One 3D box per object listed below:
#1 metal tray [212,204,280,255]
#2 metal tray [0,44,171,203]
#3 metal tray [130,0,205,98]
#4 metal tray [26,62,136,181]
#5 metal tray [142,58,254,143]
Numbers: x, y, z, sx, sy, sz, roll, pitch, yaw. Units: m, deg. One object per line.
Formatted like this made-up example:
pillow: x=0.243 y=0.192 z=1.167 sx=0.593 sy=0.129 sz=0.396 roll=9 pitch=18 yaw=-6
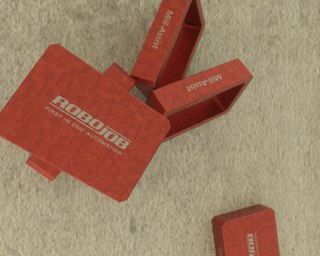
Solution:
metal tray: x=0.130 y=0.188 z=0.457 sx=0.091 sy=0.030 sz=0.129 roll=-9 pitch=93 yaw=-20
metal tray: x=-0.067 y=-0.002 z=0.286 sx=0.130 sy=0.030 sz=0.090 roll=34 pitch=79 yaw=-18
metal tray: x=0.015 y=-0.097 z=0.380 sx=0.030 sy=0.090 sz=0.130 roll=19 pitch=82 yaw=19
metal tray: x=-0.088 y=-0.009 z=0.342 sx=0.030 sy=0.090 sz=0.130 roll=42 pitch=77 yaw=-16
metal tray: x=0.043 y=-0.030 z=0.386 sx=0.131 sy=0.090 sz=0.030 roll=-24 pitch=69 yaw=-22
